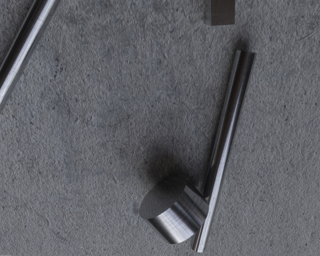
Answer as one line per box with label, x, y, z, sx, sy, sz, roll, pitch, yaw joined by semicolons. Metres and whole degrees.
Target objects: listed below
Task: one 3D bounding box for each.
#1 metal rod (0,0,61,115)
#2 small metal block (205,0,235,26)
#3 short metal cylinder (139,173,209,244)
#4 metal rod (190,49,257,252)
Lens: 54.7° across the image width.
metal rod;-0.197;-0.051;0.388;0.025;0.025;0.299;33;107;-11
small metal block;0.065;-0.142;0.345;0.025;0.050;0.050;-3;110;1
short metal cylinder;0.019;0.108;0.420;0.080;0.080;0.050;-36;106;12
metal rod;0.082;0.045;0.426;0.025;0.025;0.298;8;110;-3
